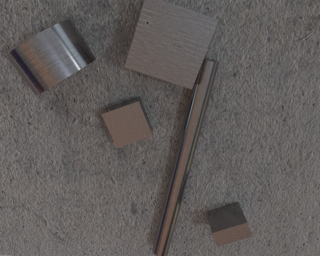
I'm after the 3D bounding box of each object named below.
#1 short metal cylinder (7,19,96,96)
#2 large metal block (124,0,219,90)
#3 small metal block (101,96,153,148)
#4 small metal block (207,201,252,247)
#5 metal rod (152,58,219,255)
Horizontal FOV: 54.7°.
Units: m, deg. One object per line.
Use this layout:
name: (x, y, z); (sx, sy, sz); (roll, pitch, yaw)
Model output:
short metal cylinder: (-0.120, -0.079, 0.350); (0.080, 0.080, 0.050); (-28, 108, 9)
large metal block: (0.011, -0.100, 0.360); (0.080, 0.050, 0.079); (17, 109, -7)
small metal block: (-0.042, -0.008, 0.406); (0.050, 0.025, 0.050); (-19, 109, 6)
small metal block: (0.099, 0.138, 0.449); (0.050, 0.050, 0.025); (-19, 109, 6)
metal rod: (0.030, 0.053, 0.429); (0.025, 0.025, 0.298); (11, 110, -5)
